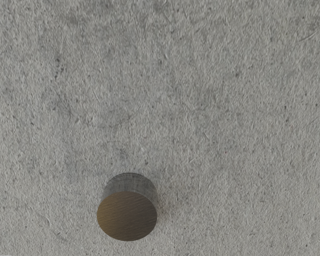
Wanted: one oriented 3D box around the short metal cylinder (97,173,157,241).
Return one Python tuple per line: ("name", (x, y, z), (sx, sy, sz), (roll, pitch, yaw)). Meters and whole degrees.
("short metal cylinder", (-0.044, 0.110, 0.437), (0.080, 0.050, 0.079), (0, 110, 0))
